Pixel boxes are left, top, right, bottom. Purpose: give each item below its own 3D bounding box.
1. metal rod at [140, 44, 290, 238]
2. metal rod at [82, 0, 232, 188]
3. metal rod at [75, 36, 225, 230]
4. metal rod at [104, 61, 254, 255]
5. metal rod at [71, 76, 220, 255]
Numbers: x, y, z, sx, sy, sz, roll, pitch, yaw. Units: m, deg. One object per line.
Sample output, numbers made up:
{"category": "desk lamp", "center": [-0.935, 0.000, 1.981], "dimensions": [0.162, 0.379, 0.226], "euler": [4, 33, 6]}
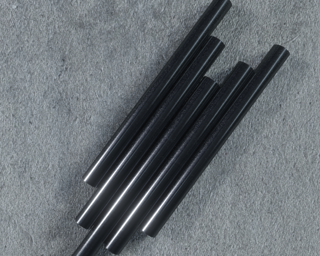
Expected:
{"category": "metal rod", "center": [0.073, 0.017, 0.412], "dimensions": [0.025, 0.025, 0.299], "euler": [36, 90, -1]}
{"category": "metal rod", "center": [-0.004, -0.049, 0.411], "dimensions": [0.025, 0.025, 0.299], "euler": [36, 90, -1]}
{"category": "metal rod", "center": [-0.013, 0.006, 0.411], "dimensions": [0.025, 0.025, 0.299], "euler": [36, 90, -1]}
{"category": "metal rod", "center": [0.026, 0.039, 0.411], "dimensions": [0.025, 0.025, 0.299], "euler": [36, 90, -1]}
{"category": "metal rod", "center": [-0.020, 0.059, 0.411], "dimensions": [0.025, 0.025, 0.299], "euler": [36, 90, -1]}
